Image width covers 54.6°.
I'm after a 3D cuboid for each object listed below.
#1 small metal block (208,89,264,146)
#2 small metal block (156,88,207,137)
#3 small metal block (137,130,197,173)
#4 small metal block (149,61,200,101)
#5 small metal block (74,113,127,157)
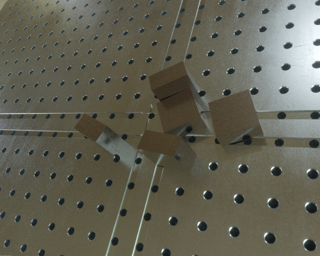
[{"bbox_3d":[0.089,-0.012,0.369,0.050,0.025,0.050,-18,54,17],"label":"small metal block"},{"bbox_3d":[0.027,-0.018,0.406,0.050,0.025,0.050,-24,53,13],"label":"small metal block"},{"bbox_3d":[0.009,0.028,0.371,0.050,0.050,0.025,10,67,32],"label":"small metal block"},{"bbox_3d":[0.020,-0.056,0.417,0.050,0.050,0.025,-22,53,15],"label":"small metal block"},{"bbox_3d":[-0.082,0.010,0.430,0.050,0.050,0.025,26,76,37],"label":"small metal block"}]
